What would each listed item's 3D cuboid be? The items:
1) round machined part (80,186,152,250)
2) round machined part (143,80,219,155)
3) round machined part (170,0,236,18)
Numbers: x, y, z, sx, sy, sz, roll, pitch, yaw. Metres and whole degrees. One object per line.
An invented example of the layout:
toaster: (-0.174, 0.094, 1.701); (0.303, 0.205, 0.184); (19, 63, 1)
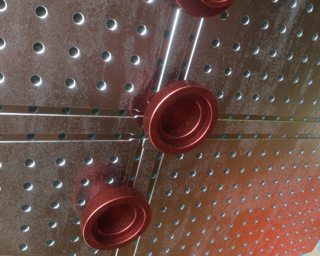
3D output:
round machined part: (-0.064, 0.122, 0.440); (0.099, 0.042, 0.097); (-14, 124, -21)
round machined part: (0.023, -0.017, 0.402); (0.099, 0.042, 0.097); (-14, 124, -21)
round machined part: (0.054, -0.166, 0.326); (0.099, 0.042, 0.097); (-14, 124, -21)
